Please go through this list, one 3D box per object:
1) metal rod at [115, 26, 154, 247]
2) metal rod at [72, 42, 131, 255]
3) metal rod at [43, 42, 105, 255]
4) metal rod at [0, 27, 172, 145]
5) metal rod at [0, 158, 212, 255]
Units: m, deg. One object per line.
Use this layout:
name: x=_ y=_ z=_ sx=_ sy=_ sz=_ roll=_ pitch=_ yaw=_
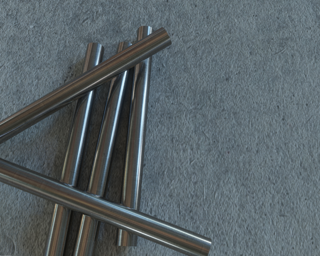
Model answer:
metal rod: x=-0.030 y=-0.004 z=0.409 sx=0.025 sy=0.025 sz=0.299 roll=3 pitch=70 yaw=1
metal rod: x=-0.069 y=0.021 z=0.399 sx=0.025 sy=0.025 sz=0.299 roll=8 pitch=70 yaw=2
metal rod: x=-0.108 y=0.023 z=0.398 sx=0.025 sy=0.025 sz=0.299 roll=5 pitch=70 yaw=1
metal rod: x=-0.121 y=-0.043 z=0.398 sx=0.301 sy=0.025 sz=0.025 roll=-31 pitch=73 yaw=-2
metal rod: x=-0.090 y=0.082 z=0.349 sx=0.301 sy=0.025 sz=0.025 roll=19 pitch=71 yaw=6
